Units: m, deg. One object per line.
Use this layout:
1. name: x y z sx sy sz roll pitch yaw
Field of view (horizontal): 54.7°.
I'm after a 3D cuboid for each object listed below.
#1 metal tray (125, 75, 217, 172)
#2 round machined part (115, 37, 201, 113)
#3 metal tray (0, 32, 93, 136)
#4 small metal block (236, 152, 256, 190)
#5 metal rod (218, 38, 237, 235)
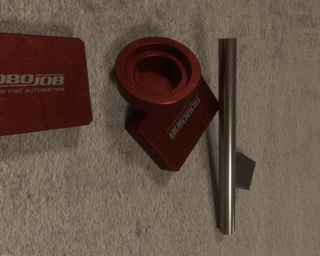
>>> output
1. metal tray: 0.023 -0.017 0.423 0.090 0.030 0.130 52 60 -28
2. round machined part: -0.003 -0.059 0.370 0.099 0.042 0.098 3 61 -5
3. metal tray: -0.133 -0.040 0.291 0.131 0.030 0.089 -9 96 -40
4. small metal block: 0.131 0.071 0.518 0.050 0.025 0.050 30 71 -36
5. metal rod: 0.100 0.021 0.461 0.025 0.025 0.298 -15 109 -39
